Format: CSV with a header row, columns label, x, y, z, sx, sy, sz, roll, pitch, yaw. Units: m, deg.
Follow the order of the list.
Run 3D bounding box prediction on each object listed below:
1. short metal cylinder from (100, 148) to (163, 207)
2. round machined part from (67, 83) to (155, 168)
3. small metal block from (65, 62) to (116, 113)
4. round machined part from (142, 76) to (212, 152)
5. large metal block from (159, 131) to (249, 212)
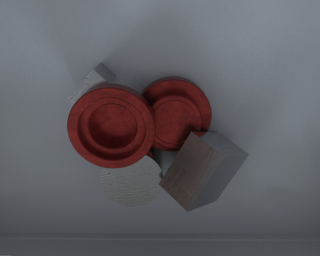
label,x,y,z,sx,sy,sz,roll,pitch,yaw
short metal cylinder,-0.036,0.058,0.417,0.081,0.050,0.079,0,110,-1
round machined part,-0.055,-0.005,0.367,0.099,0.042,0.097,0,110,-1
small metal block,-0.083,-0.050,0.376,0.025,0.050,0.050,43,105,-14
round machined part,0.017,-0.014,0.394,0.099,0.042,0.097,0,110,-1
large metal block,0.057,0.052,0.393,0.050,0.080,0.080,40,109,29
